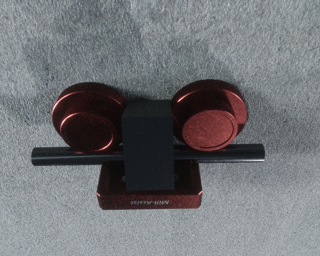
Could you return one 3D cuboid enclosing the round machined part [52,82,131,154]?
[{"bbox_3d":[-0.086,-0.005,0.389,0.099,0.042,0.097,-1,130,0],"label":"round machined part"}]

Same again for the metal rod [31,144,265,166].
[{"bbox_3d":[-0.015,0.036,0.412,0.302,0.025,0.025,-1,130,0],"label":"metal rod"}]

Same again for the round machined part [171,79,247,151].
[{"bbox_3d":[0.060,-0.009,0.390,0.099,0.042,0.097,-1,130,0],"label":"round machined part"}]

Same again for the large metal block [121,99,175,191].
[{"bbox_3d":[-0.011,0.016,0.350,0.050,0.080,0.079,-2,107,0],"label":"large metal block"}]

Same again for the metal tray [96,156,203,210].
[{"bbox_3d":[-0.013,0.064,0.420,0.131,0.090,0.030,-1,130,0],"label":"metal tray"}]
